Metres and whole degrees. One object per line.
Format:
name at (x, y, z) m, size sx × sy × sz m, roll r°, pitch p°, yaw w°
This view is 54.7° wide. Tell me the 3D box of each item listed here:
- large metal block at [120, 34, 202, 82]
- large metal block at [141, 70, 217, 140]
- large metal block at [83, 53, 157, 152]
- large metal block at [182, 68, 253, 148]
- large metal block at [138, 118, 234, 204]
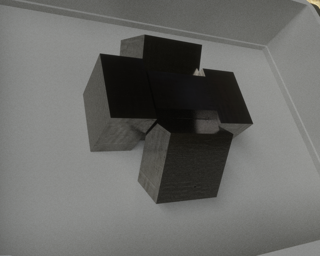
large metal block at (-0.003, -0.089, 0.414) m, size 0.081 × 0.080 × 0.050 m, roll 2°, pitch 99°, yaw -28°
large metal block at (0.010, -0.024, 0.389) m, size 0.081 × 0.080 × 0.050 m, roll 1°, pitch 62°, yaw -28°
large metal block at (-0.050, -0.026, 0.357) m, size 0.050 × 0.080 × 0.080 m, roll 1°, pitch 62°, yaw -28°
large metal block at (0.068, -0.022, 0.419) m, size 0.050 × 0.080 × 0.080 m, roll 1°, pitch 62°, yaw -28°
large metal block at (0.027, 0.035, 0.353) m, size 0.081 × 0.079 × 0.050 m, roll 1°, pitch 19°, yaw -29°
